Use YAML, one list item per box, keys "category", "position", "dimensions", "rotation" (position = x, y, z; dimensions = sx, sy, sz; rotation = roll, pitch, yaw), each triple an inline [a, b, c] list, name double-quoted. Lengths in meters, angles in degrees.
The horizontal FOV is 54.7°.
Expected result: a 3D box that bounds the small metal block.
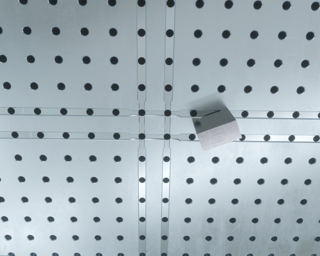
- category: "small metal block"
  position: [0.073, 0.001, 0.402]
  dimensions: [0.050, 0.050, 0.025]
  rotation: [-20, 109, 7]
